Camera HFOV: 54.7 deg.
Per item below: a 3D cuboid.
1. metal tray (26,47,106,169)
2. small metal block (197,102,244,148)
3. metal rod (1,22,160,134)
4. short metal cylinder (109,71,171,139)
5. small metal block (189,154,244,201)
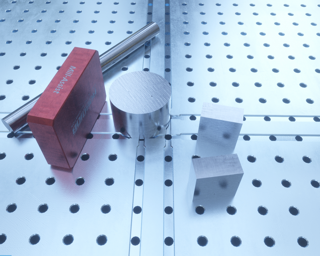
[{"bbox_3d":[-0.108,-0.027,0.386,0.030,0.089,0.130,10,51,8],"label":"metal tray"},{"bbox_3d":[0.076,-0.003,0.395,0.050,0.050,0.025,10,51,8],"label":"small metal block"},{"bbox_3d":[-0.105,-0.091,0.482,0.025,0.025,0.301,32,57,23],"label":"metal rod"},{"bbox_3d":[-0.026,-0.032,0.418,0.081,0.050,0.080,0,50,0],"label":"short metal cylinder"},{"bbox_3d":[0.060,0.056,0.345,0.050,0.050,0.025,-6,51,-6],"label":"small metal block"}]
